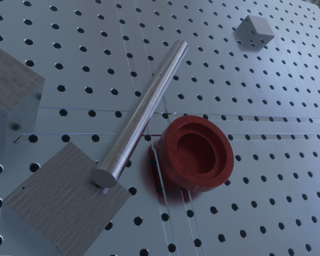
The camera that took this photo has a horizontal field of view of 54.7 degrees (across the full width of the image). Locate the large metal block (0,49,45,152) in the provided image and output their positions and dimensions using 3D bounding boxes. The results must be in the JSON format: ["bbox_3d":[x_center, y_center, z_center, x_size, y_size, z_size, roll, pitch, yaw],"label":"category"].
[{"bbox_3d":[-0.168,-0.033,0.303,0.080,0.080,0.050,35,51,-6],"label":"large metal block"}]

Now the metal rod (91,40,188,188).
[{"bbox_3d":[-0.009,-0.043,0.396,0.025,0.025,0.301,33,41,-7],"label":"metal rod"}]

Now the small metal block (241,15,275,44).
[{"bbox_3d":[0.202,-0.203,0.641,0.050,0.025,0.050,-2,63,-29],"label":"small metal block"}]

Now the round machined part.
[{"bbox_3d":[0.042,0.036,0.398,0.099,0.042,0.098,14,56,-21],"label":"round machined part"}]

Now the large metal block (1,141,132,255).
[{"bbox_3d":[-0.089,0.074,0.299,0.080,0.050,0.080,41,51,0],"label":"large metal block"}]
